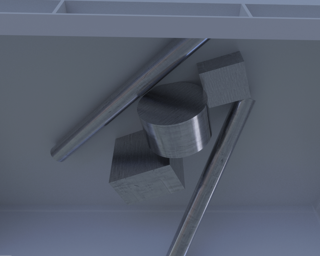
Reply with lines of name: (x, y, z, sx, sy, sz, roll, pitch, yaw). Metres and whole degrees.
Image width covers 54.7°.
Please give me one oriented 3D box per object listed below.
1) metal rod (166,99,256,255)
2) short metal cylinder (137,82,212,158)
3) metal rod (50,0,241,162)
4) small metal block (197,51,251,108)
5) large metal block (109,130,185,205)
metal rod: (0.053, 0.098, 0.412, 0.025, 0.025, 0.298, 18, 102, -15)
short metal cylinder: (0.018, -0.011, 0.364, 0.080, 0.080, 0.050, -9, 130, 7)
metal rod: (-0.036, -0.043, 0.372, 0.299, 0.025, 0.025, -36, 122, 26)
small metal block: (0.075, -0.056, 0.363, 0.050, 0.025, 0.050, -14, 129, 11)
large metal block: (-0.016, 0.046, 0.412, 0.080, 0.080, 0.050, -19, 128, 15)
